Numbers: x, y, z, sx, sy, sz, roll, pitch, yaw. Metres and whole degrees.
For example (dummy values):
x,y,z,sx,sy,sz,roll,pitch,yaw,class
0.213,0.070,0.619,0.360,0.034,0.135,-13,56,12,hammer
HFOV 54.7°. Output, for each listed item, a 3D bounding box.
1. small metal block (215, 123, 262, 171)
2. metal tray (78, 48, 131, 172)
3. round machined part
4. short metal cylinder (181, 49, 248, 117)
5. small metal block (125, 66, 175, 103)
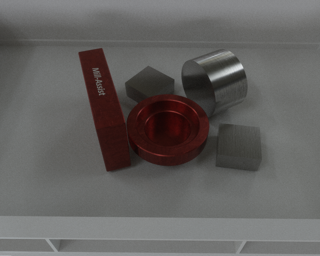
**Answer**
x,y,z,sx,sy,sz,roll,pitch,yaw,class
0.097,0.023,0.385,0.050,0.025,0.050,6,50,7,small metal block
-0.068,-0.024,0.380,0.030,0.089,0.130,-13,51,-11,metal tray
0.009,0.007,0.385,0.099,0.042,0.098,0,50,0,round machined part
0.072,-0.061,0.419,0.050,0.080,0.080,-23,54,-18,short metal cylinder
-0.014,-0.059,0.452,0.050,0.025,0.050,32,57,25,small metal block
